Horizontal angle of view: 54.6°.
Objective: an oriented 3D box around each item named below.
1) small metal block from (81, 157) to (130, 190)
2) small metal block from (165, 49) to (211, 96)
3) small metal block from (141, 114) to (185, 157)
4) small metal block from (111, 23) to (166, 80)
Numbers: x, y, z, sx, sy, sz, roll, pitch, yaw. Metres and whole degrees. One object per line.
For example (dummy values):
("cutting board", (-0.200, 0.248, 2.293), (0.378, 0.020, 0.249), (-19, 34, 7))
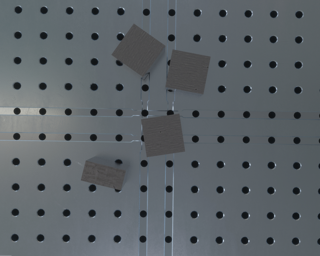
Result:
("small metal block", (-0.069, 0.057, 0.401), (0.050, 0.050, 0.025), (14, 90, 0))
("small metal block", (0.036, -0.073, 0.414), (0.050, 0.025, 0.050), (11, 90, 0))
("small metal block", (0.004, 0.010, 0.413), (0.050, 0.025, 0.050), (-9, 90, 0))
("small metal block", (-0.028, -0.101, 0.413), (0.050, 0.025, 0.050), (35, 90, 0))
